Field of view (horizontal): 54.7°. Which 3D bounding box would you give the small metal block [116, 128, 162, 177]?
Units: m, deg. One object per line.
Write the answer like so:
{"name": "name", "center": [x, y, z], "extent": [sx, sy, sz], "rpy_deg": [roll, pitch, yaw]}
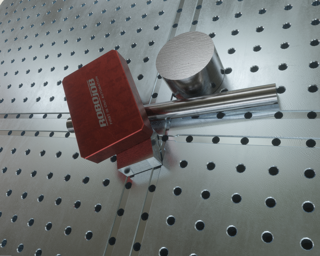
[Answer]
{"name": "small metal block", "center": [-0.029, 0.029, 0.403], "extent": [0.050, 0.025, 0.050], "rpy_deg": [-21, 54, 15]}

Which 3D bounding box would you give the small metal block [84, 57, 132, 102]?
{"name": "small metal block", "center": [-0.080, -0.074, 0.477], "extent": [0.050, 0.050, 0.025], "rpy_deg": [-28, 53, 10]}

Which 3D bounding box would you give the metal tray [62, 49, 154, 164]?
{"name": "metal tray", "center": [-0.073, -0.030, 0.410], "extent": [0.090, 0.030, 0.130], "rpy_deg": [-27, 64, 11]}

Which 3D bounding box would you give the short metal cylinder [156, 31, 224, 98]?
{"name": "short metal cylinder", "center": [0.041, -0.083, 0.420], "extent": [0.080, 0.050, 0.080], "rpy_deg": [-13, 56, 20]}

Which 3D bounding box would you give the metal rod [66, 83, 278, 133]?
{"name": "metal rod", "center": [0.000, -0.022, 0.421], "extent": [0.301, 0.025, 0.025], "rpy_deg": [-7, 59, 23]}
